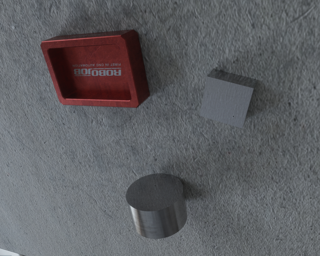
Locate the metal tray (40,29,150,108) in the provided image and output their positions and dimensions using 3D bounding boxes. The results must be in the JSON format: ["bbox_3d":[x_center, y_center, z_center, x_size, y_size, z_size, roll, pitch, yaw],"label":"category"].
[{"bbox_3d":[-0.084,-0.075,0.401,0.130,0.030,0.089,4,120,26],"label":"metal tray"}]

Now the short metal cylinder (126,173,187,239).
[{"bbox_3d":[-0.004,0.109,0.441,0.080,0.080,0.050,5,121,26],"label":"short metal cylinder"}]

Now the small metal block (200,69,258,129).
[{"bbox_3d":[0.076,-0.033,0.346,0.050,0.025,0.050,18,126,17],"label":"small metal block"}]
